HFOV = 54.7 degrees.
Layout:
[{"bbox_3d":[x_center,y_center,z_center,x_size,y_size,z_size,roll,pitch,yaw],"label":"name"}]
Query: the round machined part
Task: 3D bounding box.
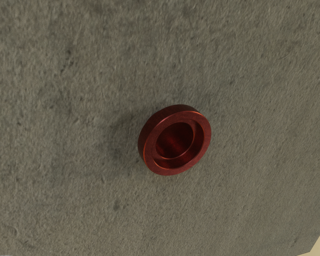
[{"bbox_3d":[0.016,0.012,0.414,0.099,0.042,0.097,-14,125,-21],"label":"round machined part"}]
